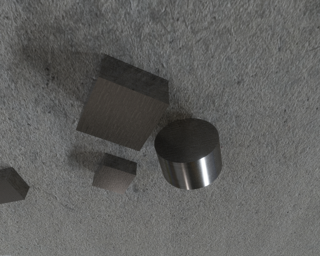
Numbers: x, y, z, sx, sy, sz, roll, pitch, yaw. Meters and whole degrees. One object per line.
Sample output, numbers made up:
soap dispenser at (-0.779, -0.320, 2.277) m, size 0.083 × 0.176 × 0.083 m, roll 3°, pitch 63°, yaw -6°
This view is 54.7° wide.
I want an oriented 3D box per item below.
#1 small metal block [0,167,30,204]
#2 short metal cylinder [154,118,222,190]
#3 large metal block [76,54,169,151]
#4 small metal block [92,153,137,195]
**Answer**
small metal block at (-0.242, 0.091, 0.481) m, size 0.050 × 0.025 × 0.050 m, roll -12°, pitch 130°, yaw 9°
short metal cylinder at (0.037, 0.032, 0.399) m, size 0.080 × 0.080 × 0.050 m, roll -9°, pitch 130°, yaw 7°
large metal block at (-0.044, -0.028, 0.367) m, size 0.080 × 0.050 × 0.079 m, roll 20°, pitch 127°, yaw -17°
small metal block at (-0.068, 0.069, 0.465) m, size 0.050 × 0.025 × 0.050 m, roll 20°, pitch 127°, yaw -17°
